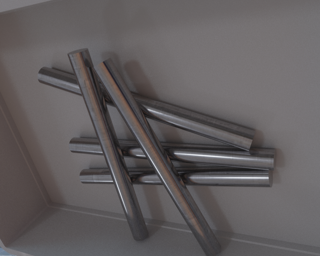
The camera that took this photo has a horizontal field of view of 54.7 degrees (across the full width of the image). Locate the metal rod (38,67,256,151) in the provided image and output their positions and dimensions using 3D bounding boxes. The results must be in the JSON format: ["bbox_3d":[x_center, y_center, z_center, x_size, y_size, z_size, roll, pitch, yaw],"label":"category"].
[{"bbox_3d":[-0.030,-0.030,0.402,0.301,0.025,0.025,18,126,17],"label":"metal rod"}]

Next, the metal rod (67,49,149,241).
[{"bbox_3d":[-0.064,0.040,0.430,0.025,0.025,0.298,0,119,28],"label":"metal rod"}]

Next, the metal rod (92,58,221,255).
[{"bbox_3d":[0.003,0.049,0.401,0.025,0.025,0.299,-19,109,35],"label":"metal rod"}]

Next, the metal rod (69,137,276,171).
[{"bbox_3d":[-0.001,0.032,0.425,0.301,0.025,0.025,2,119,26],"label":"metal rod"}]

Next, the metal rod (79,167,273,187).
[{"bbox_3d":[0.003,0.070,0.447,0.300,0.025,0.025,-5,116,30],"label":"metal rod"}]
